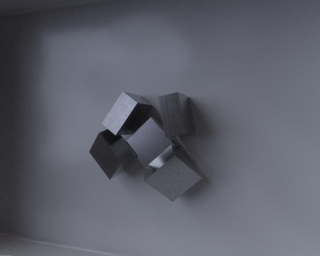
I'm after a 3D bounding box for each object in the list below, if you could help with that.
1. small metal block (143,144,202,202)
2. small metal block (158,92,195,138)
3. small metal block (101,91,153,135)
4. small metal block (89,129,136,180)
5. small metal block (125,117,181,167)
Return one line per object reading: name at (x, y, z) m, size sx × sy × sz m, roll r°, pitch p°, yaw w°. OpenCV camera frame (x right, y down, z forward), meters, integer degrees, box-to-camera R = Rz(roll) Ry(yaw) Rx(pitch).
small metal block at (0.015, 0.057, 0.389) m, size 0.050 × 0.025 × 0.050 m, roll -43°, pitch 114°, yaw 14°
small metal block at (0.022, -0.015, 0.386) m, size 0.025 × 0.050 × 0.050 m, roll -12°, pitch 86°, yaw 18°
small metal block at (-0.042, -0.018, 0.409) m, size 0.025 × 0.050 × 0.050 m, roll 38°, pitch 102°, yaw 16°
small metal block at (-0.065, 0.034, 0.418) m, size 0.050 × 0.025 × 0.050 m, roll 51°, pitch 138°, yaw 12°
small metal block at (-0.009, 0.021, 0.410) m, size 0.050 × 0.025 × 0.050 m, roll -44°, pitch 77°, yaw 14°
